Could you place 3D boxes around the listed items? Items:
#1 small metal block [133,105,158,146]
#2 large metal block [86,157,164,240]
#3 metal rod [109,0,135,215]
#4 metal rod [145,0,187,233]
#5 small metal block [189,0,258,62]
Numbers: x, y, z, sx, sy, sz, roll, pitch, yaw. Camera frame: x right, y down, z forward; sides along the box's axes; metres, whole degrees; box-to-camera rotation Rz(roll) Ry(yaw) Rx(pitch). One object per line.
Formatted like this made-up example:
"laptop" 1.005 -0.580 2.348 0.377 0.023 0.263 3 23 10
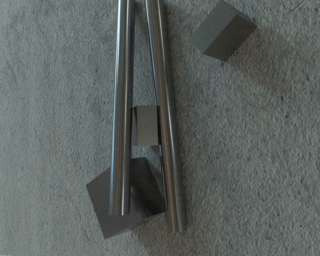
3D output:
"small metal block" -0.022 -0.002 0.405 0.050 0.025 0.050 173 96 -75
"large metal block" -0.047 0.095 0.426 0.080 0.050 0.080 -37 67 33
"metal rod" -0.048 -0.041 0.404 0.025 0.025 0.299 -12 71 39
"metal rod" 0.007 -0.021 0.397 0.025 0.025 0.298 -9 84 39
"small metal block" 0.068 -0.102 0.331 0.050 0.050 0.025 -48 62 29
